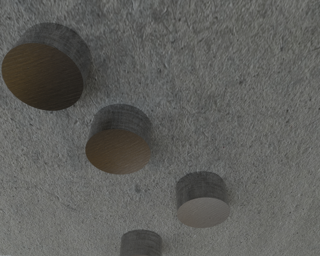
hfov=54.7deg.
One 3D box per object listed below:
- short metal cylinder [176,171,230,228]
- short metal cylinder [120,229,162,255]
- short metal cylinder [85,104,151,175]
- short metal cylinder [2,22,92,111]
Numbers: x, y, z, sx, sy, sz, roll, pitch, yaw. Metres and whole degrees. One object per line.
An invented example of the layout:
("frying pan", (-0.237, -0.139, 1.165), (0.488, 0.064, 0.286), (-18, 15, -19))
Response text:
("short metal cylinder", (0.066, 0.114, 0.488), (0.081, 0.050, 0.079), (0, 130, 0))
("short metal cylinder", (-0.037, 0.239, 0.594), (0.081, 0.050, 0.079), (0, 130, 0))
("short metal cylinder", (-0.052, 0.015, 0.403), (0.081, 0.050, 0.079), (0, 130, 0))
("short metal cylinder", (-0.119, -0.065, 0.334), (0.081, 0.050, 0.079), (0, 130, 0))
